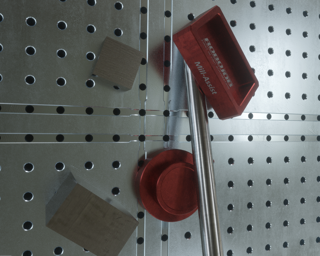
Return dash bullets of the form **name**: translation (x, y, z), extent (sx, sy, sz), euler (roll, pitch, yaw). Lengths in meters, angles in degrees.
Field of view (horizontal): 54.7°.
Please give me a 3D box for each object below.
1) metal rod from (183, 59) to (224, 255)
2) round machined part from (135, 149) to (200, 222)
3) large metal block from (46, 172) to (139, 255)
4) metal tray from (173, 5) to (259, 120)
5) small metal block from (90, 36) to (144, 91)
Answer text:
- **metal rod**: translation (0.053, 0.017, 0.397), extent (0.025, 0.025, 0.299), euler (0, 77, -20)
- **round machined part**: translation (0.020, 0.077, 0.412), extent (0.099, 0.042, 0.097), euler (0, 90, -21)
- **large metal block**: translation (-0.081, 0.098, 0.354), extent (0.080, 0.080, 0.050), euler (38, 78, -17)
- **metal tray**: translation (0.080, -0.087, 0.415), extent (0.130, 0.030, 0.090), euler (57, 46, -17)
- **small metal block**: translation (-0.055, -0.080, 0.393), extent (0.050, 0.025, 0.050), euler (21, 83, -19)
